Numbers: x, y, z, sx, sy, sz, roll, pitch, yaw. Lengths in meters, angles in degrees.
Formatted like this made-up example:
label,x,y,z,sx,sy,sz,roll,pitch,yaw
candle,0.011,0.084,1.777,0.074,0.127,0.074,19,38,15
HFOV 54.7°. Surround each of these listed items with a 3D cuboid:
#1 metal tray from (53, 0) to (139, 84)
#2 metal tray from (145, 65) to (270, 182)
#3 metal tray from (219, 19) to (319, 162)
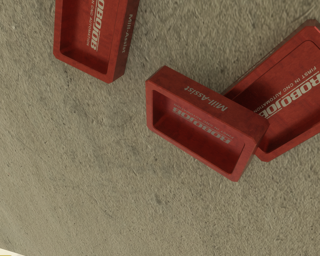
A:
label,x,y,z,sx,sy,sz,roll,pitch,yaw
metal tray,-0.077,-0.128,0.364,0.090,0.030,0.129,27,128,11
metal tray,0.044,-0.003,0.345,0.130,0.030,0.090,32,150,20
metal tray,0.129,-0.031,0.316,0.090,0.030,0.129,45,129,-3
